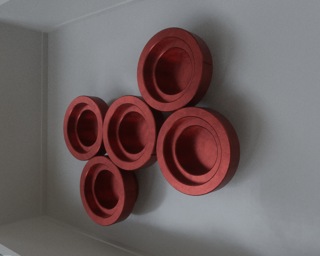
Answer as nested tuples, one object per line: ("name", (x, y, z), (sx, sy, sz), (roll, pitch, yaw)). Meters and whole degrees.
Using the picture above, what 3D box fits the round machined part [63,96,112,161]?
("round machined part", (-0.103, 0.000, 0.478), (0.098, 0.042, 0.097), (0, 90, 40))

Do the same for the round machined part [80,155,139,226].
("round machined part", (-0.070, 0.088, 0.449), (0.098, 0.042, 0.097), (0, 90, 40))

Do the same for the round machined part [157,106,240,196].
("round machined part", (0.047, 0.025, 0.354), (0.098, 0.042, 0.097), (0, 90, 40))

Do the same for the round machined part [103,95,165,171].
("round machined part", (-0.029, 0.006, 0.415), (0.098, 0.042, 0.097), (0, 90, 40))

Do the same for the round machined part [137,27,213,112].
("round machined part", (0.022, -0.067, 0.375), (0.098, 0.042, 0.097), (0, 90, 40))
